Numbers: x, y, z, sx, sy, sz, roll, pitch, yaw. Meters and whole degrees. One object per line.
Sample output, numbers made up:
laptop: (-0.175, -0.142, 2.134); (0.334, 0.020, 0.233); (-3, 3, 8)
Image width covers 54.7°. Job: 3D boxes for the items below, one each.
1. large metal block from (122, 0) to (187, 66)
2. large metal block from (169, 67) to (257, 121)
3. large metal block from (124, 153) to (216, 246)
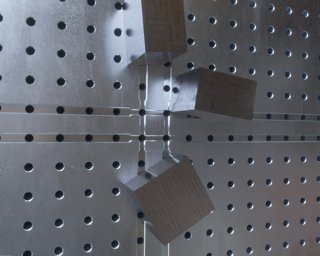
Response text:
large metal block: (-0.009, -0.124, 0.381); (0.050, 0.080, 0.079); (-5, 92, -20)
large metal block: (0.067, -0.040, 0.409); (0.081, 0.080, 0.050); (9, 87, -20)
large metal block: (0.012, 0.089, 0.405); (0.080, 0.050, 0.080); (-31, 100, -18)
